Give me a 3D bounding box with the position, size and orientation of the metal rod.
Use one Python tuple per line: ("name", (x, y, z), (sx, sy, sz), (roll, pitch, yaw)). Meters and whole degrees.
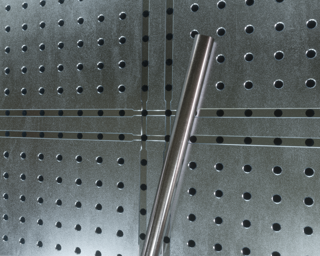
("metal rod", (0.021, 0.030, 0.404), (0.025, 0.025, 0.298), (15, 95, 19))
